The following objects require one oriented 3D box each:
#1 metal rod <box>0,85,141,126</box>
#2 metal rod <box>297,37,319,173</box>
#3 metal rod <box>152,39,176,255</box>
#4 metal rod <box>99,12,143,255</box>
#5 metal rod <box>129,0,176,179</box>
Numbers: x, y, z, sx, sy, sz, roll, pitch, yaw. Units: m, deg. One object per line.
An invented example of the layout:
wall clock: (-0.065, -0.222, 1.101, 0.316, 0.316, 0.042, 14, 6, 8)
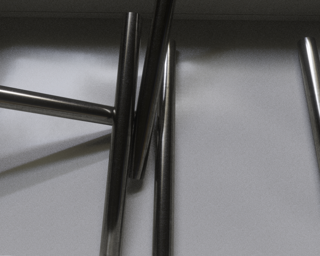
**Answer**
metal rod: (-0.154, -0.031, 0.357, 0.302, 0.025, 0.025, 10, 69, -22)
metal rod: (0.215, 0.013, 0.405, 0.025, 0.025, 0.299, 0, 70, 0)
metal rod: (0.007, 0.016, 0.403, 0.025, 0.025, 0.299, 2, 70, 0)
metal rod: (-0.046, 0.008, 0.371, 0.025, 0.025, 0.298, 4, 83, 1)
metal rod: (-0.005, -0.085, 0.375, 0.025, 0.025, 0.298, 11, 96, 4)
